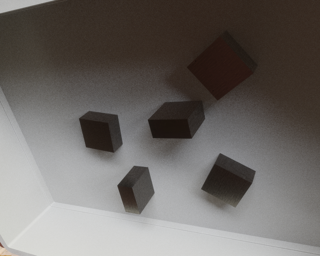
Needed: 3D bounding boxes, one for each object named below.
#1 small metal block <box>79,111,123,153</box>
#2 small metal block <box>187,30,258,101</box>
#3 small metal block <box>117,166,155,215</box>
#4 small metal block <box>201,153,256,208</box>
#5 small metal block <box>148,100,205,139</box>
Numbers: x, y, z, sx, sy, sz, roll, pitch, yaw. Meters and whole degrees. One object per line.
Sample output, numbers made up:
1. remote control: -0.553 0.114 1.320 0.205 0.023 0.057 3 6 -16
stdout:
1. small metal block: -0.087 0.005 0.458 0.050 0.025 0.050 8 122 24
2. small metal block: 0.067 -0.066 0.333 0.050 0.025 0.050 47 129 -5
3. small metal block: -0.035 0.093 0.468 0.025 0.050 0.050 2 119 27
4. small metal block: 0.089 0.068 0.404 0.050 0.025 0.050 27 128 11
5. small metal block: 0.021 -0.011 0.375 0.050 0.050 0.025 0 118 28
